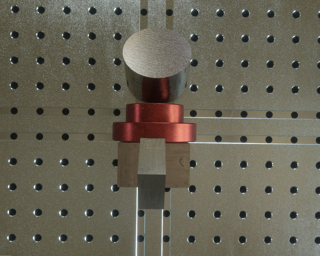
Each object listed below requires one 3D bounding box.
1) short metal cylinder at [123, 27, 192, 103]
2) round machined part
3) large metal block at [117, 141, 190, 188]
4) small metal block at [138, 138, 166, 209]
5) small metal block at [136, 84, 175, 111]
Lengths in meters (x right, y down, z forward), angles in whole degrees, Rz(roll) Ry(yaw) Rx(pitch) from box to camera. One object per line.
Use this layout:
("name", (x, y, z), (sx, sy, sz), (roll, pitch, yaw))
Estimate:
("short metal cylinder", (-0.004, -0.077, 0.384), (0.081, 0.050, 0.080), (1, 60, -1))
("round machined part", (-0.006, -0.007, 0.366), (0.099, 0.098, 0.042), (1, 90, -1))
("large metal block", (-0.007, 0.041, 0.385), (0.081, 0.080, 0.050), (1, 90, -1))
("small metal block", (-0.008, 0.045, 0.310), (0.025, 0.050, 0.050), (1, 128, -1))
("small metal block", (-0.006, -0.031, 0.412), (0.050, 0.025, 0.050), (1, 90, -1))
